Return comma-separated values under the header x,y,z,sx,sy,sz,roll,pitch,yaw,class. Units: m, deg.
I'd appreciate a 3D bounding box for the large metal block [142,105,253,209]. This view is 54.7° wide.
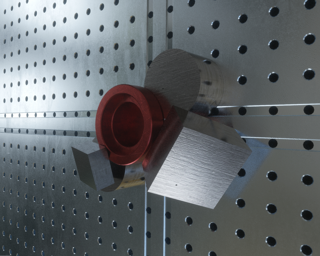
x,y,z,sx,sy,sz,roll,pitch,yaw,class
0.036,0.032,0.335,0.080,0.081,0.050,-62,21,21,large metal block

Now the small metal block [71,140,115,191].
x,y,z,sx,sy,sz,roll,pitch,yaw,class
-0.087,0.047,0.400,0.050,0.025,0.050,13,118,51,small metal block

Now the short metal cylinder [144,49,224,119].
x,y,z,sx,sy,sz,roll,pitch,yaw,class
0.028,-0.050,0.370,0.080,0.050,0.079,0,90,40,short metal cylinder

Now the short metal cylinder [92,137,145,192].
x,y,z,sx,sy,sz,roll,pitch,yaw,class
-0.059,0.047,0.441,0.080,0.050,0.079,0,90,40,short metal cylinder

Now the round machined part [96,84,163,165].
x,y,z,sx,sy,sz,roll,pitch,yaw,class
-0.033,-0.004,0.387,0.098,0.042,0.097,0,90,40,round machined part
